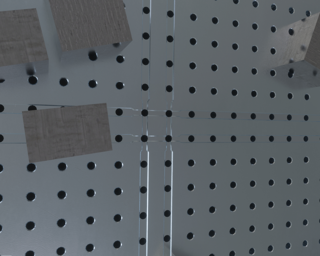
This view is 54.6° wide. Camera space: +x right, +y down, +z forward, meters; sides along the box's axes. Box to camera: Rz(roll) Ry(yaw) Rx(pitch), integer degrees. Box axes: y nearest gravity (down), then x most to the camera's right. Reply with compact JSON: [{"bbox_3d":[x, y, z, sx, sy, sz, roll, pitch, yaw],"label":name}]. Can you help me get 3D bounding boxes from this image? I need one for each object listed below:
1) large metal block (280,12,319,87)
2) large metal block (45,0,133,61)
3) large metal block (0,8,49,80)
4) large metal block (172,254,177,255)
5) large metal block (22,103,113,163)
[{"bbox_3d":[0.250,-0.121,0.490,0.080,0.050,0.080,24,82,-19],"label":"large metal block"},{"bbox_3d":[-0.086,-0.131,0.367,0.081,0.050,0.080,-15,95,-19],"label":"large metal block"},{"bbox_3d":[-0.164,-0.082,0.323,0.081,0.080,0.050,-14,95,-19],"label":"large metal block"},{"bbox_3d":[0.040,0.230,0.414,0.080,0.050,0.080,32,80,-17],"label":"large metal block"},{"bbox_3d":[-0.104,0.004,0.345,0.081,0.080,0.050,-8,93,-20],"label":"large metal block"}]
